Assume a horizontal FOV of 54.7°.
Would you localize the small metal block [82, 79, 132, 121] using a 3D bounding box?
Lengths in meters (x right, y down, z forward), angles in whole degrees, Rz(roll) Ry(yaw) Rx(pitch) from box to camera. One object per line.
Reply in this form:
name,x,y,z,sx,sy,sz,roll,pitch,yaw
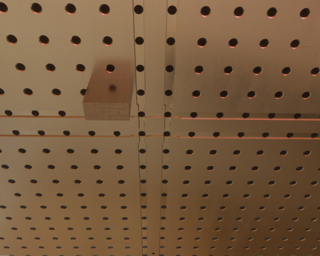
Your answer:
small metal block,-0.060,-0.034,0.365,0.050,0.050,0.025,1,130,-1
